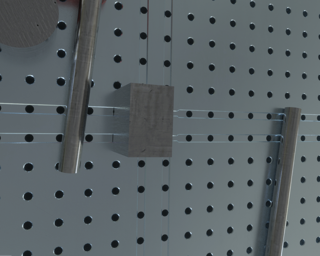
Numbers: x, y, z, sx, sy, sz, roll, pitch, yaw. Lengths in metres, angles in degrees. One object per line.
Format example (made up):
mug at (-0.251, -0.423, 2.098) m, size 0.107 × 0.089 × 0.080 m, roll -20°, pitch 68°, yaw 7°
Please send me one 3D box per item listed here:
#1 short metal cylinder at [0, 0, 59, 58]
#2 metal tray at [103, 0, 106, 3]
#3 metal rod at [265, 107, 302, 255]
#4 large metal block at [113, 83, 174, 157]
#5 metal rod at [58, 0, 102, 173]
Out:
short metal cylinder at (-0.155, -0.123, 0.342) m, size 0.081 × 0.050 × 0.079 m, roll 0°, pitch 90°, yaw -20°
metal tray at (-0.124, -0.207, 0.364) m, size 0.131 × 0.030 × 0.089 m, roll 3°, pitch 89°, yaw -21°
metal rod at (0.188, 0.116, 0.484) m, size 0.025 × 0.025 × 0.298 m, roll 10°, pitch 87°, yaw -20°
large metal block at (-0.023, -0.008, 0.376) m, size 0.050 × 0.080 × 0.079 m, roll 2°, pitch 90°, yaw -20°
metal rod at (-0.087, -0.095, 0.358) m, size 0.025 × 0.025 × 0.298 m, roll 7°, pitch 96°, yaw -20°
